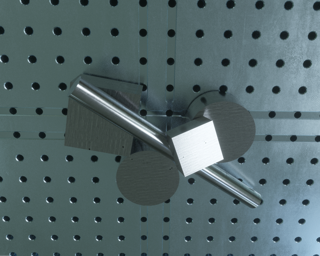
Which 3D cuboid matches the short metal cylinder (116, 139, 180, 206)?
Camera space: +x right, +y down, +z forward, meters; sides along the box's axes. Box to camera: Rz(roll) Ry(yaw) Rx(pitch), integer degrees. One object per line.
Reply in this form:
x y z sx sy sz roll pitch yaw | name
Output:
-0.015 0.056 0.417 0.081 0.050 0.079 0 110 0 | short metal cylinder

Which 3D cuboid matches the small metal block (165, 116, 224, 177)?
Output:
0.039 0.020 0.357 0.050 0.025 0.050 -23 109 -11 | small metal block

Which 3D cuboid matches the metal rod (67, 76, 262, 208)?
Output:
0.025 0.031 0.384 0.301 0.025 0.025 33 107 -27 | metal rod

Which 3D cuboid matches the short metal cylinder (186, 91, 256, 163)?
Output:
0.075 -0.002 0.396 0.081 0.050 0.079 0 110 0 | short metal cylinder

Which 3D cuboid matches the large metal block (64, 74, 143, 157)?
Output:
-0.069 -0.017 0.387 0.081 0.050 0.079 10 110 -4 | large metal block
